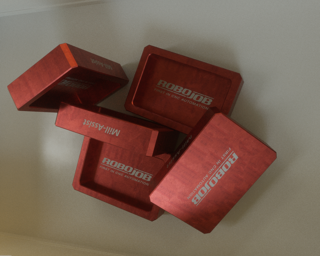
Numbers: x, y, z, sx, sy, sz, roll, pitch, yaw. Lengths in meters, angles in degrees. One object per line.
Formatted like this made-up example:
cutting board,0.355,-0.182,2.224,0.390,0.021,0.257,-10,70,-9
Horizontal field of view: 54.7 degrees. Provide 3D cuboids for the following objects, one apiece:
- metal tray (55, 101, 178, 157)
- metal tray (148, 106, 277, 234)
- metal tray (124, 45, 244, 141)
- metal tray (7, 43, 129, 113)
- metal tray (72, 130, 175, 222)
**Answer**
metal tray,-0.051,-0.001,0.390,0.130,0.090,0.030,17,96,19
metal tray,0.059,0.052,0.364,0.090,0.030,0.130,34,103,-13
metal tray,0.029,-0.043,0.395,0.130,0.030,0.089,22,97,18
metal tray,-0.107,-0.055,0.388,0.090,0.130,0.030,-31,80,18
metal tray,-0.048,0.059,0.420,0.130,0.030,0.089,17,96,18
